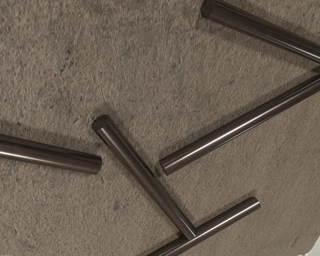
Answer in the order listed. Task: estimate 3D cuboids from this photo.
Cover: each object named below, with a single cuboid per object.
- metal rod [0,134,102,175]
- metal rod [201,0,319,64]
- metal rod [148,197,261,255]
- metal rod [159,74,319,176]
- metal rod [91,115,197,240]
[{"bbox_3d":[-0.197,0.010,0.305,0.302,0.025,0.025,18,109,-36],"label":"metal rod"},{"bbox_3d":[0.181,-0.121,0.433,0.302,0.025,0.025,8,115,-32],"label":"metal rod"},{"bbox_3d":[0.054,0.206,0.566,0.302,0.025,0.025,-25,128,-14],"label":"metal rod"},{"bbox_3d":[0.136,-0.010,0.477,0.302,0.025,0.025,-27,128,-12],"label":"metal rod"},{"bbox_3d":[-0.008,0.091,0.460,0.025,0.025,0.299,-36,130,-4],"label":"metal rod"}]
